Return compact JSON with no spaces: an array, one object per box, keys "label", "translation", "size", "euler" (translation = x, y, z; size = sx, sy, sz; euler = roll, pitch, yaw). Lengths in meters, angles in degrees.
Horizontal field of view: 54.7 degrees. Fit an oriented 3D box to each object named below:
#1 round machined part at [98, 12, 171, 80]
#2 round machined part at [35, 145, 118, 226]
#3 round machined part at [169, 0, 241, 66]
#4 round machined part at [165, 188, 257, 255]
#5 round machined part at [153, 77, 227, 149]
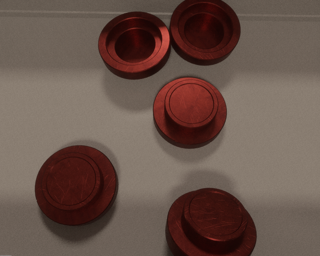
[{"label":"round machined part","translation":[-0.034,-0.111,0.438],"size":[0.099,0.042,0.098],"euler":[-1,71,4]},{"label":"round machined part","translation":[-0.102,0.067,0.375],"size":[0.099,0.042,0.098],"euler":[0,70,-1]},{"label":"round machined part","translation":[0.062,-0.135,0.446],"size":[0.099,0.042,0.098],"euler":[1,78,-4]},{"label":"round machined part","translation":[0.057,0.105,0.339],"size":[0.099,0.042,0.098],"euler":[5,37,-3]},{"label":"round machined part","translation":[0.040,-0.025,0.410],"size":[0.099,0.042,0.098],"euler":[0,70,-1]}]
